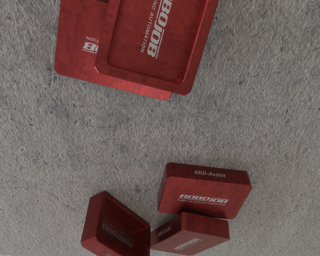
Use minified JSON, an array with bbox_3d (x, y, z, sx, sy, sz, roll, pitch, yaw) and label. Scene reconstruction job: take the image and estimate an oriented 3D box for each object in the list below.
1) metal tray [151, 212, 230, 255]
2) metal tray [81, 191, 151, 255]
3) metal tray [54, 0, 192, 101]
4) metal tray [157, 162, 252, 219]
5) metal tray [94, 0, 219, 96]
[{"bbox_3d":[0.048,0.189,0.543,0.091,0.030,0.129,17,141,-19],"label":"metal tray"},{"bbox_3d":[-0.067,0.175,0.512,0.030,0.090,0.130,-29,125,22],"label":"metal tray"},{"bbox_3d":[-0.039,-0.086,0.330,0.131,0.030,0.089,13,129,-11],"label":"metal tray"},{"bbox_3d":[0.067,0.102,0.491,0.131,0.030,0.089,7,130,-7],"label":"metal tray"},{"bbox_3d":[0.000,-0.103,0.279,0.091,0.030,0.129,14,103,-11],"label":"metal tray"}]
